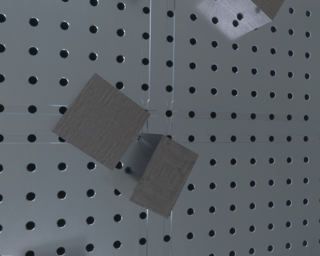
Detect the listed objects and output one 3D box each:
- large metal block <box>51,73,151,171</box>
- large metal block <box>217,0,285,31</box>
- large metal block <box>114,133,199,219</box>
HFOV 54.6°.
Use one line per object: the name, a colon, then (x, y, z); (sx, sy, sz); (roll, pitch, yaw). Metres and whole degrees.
large metal block: (-0.072, -0.007, 0.373); (0.080, 0.050, 0.080); (37, 78, -16)
large metal block: (0.137, -0.204, 0.449); (0.080, 0.050, 0.080); (35, 79, -17)
large metal block: (-0.007, 0.054, 0.380); (0.050, 0.080, 0.080); (30, 80, -18)
